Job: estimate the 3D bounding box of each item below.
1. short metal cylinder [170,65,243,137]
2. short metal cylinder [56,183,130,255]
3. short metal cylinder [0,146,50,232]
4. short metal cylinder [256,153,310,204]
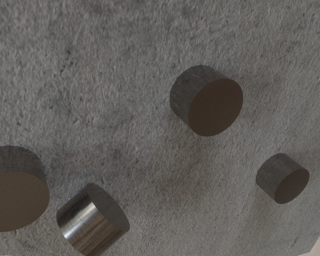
[{"bbox_3d":[0.060,-0.036,0.403,0.081,0.050,0.079,-14,125,-21],"label":"short metal cylinder"},{"bbox_3d":[-0.085,0.118,0.399,0.050,0.080,0.080,-42,130,1],"label":"short metal cylinder"},{"bbox_3d":[-0.168,0.066,0.341,0.081,0.050,0.079,-14,125,-21],"label":"short metal cylinder"},{"bbox_3d":[0.228,0.094,0.577,0.081,0.050,0.079,-14,125,-21],"label":"short metal cylinder"}]
